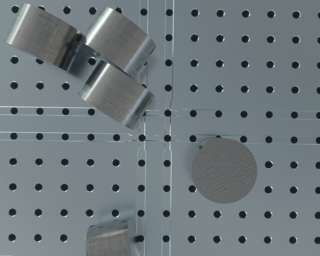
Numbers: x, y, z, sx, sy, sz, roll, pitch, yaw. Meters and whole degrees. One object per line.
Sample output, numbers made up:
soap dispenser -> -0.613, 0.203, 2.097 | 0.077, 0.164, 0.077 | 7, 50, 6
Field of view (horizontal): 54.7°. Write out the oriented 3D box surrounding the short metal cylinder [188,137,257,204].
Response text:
short metal cylinder -> 0.078, 0.052, 0.402 | 0.081, 0.050, 0.079 | 0, 90, -1

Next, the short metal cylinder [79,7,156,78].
short metal cylinder -> -0.052, -0.103, 0.385 | 0.080, 0.080, 0.050 | 35, 90, -1

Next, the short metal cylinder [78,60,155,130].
short metal cylinder -> -0.053, -0.040, 0.385 | 0.080, 0.080, 0.050 | 33, 90, -1

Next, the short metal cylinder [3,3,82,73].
short metal cylinder -> -0.142, -0.109, 0.384 | 0.080, 0.080, 0.050 | 25, 90, -1

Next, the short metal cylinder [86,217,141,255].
short metal cylinder -> -0.055, 0.157, 0.385 | 0.050, 0.080, 0.080 | -12, 90, 0
